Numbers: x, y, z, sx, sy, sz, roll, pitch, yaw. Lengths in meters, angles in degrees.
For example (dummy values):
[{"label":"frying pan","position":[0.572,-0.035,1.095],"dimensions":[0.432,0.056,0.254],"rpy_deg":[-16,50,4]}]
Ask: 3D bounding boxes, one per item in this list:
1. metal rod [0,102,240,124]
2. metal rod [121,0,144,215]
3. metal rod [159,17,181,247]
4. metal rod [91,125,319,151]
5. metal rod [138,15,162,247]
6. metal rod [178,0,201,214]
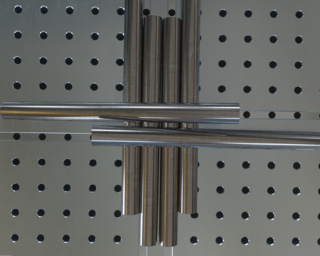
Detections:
[{"label":"metal rod","position":[-0.056,-0.020,0.390],"dimensions":[0.301,0.025,0.025],"rpy_deg":[1,90,9]},{"label":"metal rod","position":[-0.037,-0.037,0.412],"dimensions":[0.025,0.025,0.298],"rpy_deg":[1,90,0]},{"label":"metal rod","position":[0.014,0.005,0.414],"dimensions":[0.025,0.025,0.298],"rpy_deg":[1,90,0]},{"label":"metal rod","position":[0.068,0.013,0.393],"dimensions":[0.302,0.025,0.025],"rpy_deg":[2,90,-9]},{"label":"metal rod","position":[-0.013,0.004,0.412],"dimensions":[0.025,0.025,0.298],"rpy_deg":[1,90,0]},{"label":"metal rod","position":[0.039,-0.038,0.413],"dimensions":[0.025,0.025,0.298],"rpy_deg":[1,90,0]}]
